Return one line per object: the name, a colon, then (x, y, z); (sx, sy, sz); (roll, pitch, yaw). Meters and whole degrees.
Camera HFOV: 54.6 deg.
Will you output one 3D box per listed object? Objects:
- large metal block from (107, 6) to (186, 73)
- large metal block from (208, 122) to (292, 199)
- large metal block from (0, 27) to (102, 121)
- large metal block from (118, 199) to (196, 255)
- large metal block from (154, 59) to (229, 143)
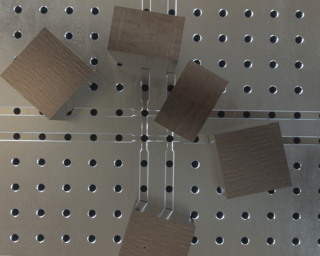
large metal block: (-0.015, -0.106, 0.386); (0.080, 0.080, 0.050); (9, 90, 0)
large metal block: (0.113, 0.039, 0.402); (0.080, 0.050, 0.080); (-12, 90, 0)
large metal block: (-0.137, -0.066, 0.400); (0.080, 0.050, 0.080); (42, 90, 0)
large metal block: (-0.006, 0.148, 0.401); (0.080, 0.050, 0.080); (17, 90, 0)
large metal block: (0.035, -0.030, 0.386); (0.050, 0.080, 0.080); (30, 90, 0)
